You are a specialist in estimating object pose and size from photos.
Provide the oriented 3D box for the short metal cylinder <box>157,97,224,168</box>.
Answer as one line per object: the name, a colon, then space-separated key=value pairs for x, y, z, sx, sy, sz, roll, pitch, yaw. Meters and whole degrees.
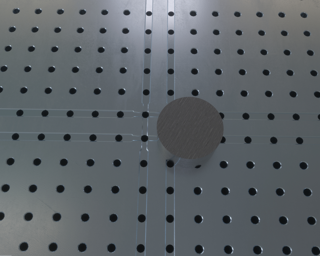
short metal cylinder: x=0.036 y=0.007 z=0.396 sx=0.080 sy=0.050 sz=0.080 roll=0 pitch=70 yaw=0
